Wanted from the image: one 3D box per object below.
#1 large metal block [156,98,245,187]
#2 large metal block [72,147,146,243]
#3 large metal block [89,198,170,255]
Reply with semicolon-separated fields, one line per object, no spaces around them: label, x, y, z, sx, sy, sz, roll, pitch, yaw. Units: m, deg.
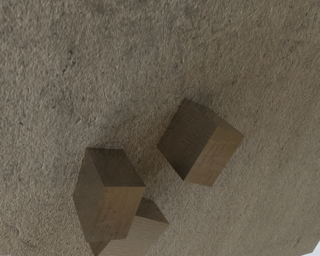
large metal block;0.050;0.018;0.409;0.050;0.080;0.080;18;109;-35
large metal block;-0.067;0.080;0.384;0.050;0.080;0.079;7;115;-31
large metal block;-0.047;0.144;0.449;0.080;0.050;0.080;-51;134;8
